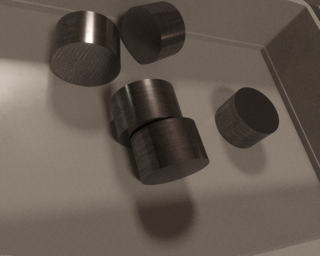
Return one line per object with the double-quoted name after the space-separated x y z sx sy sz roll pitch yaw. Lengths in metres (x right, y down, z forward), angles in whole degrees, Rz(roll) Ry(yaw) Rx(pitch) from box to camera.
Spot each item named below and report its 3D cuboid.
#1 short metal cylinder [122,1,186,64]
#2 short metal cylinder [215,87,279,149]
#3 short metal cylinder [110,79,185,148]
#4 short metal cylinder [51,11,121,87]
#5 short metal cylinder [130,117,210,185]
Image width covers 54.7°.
-0.010 -0.139 0.451 0.050 0.080 0.080 -30 79 -38 "short metal cylinder"
0.132 -0.015 0.472 0.081 0.050 0.080 14 56 -21 "short metal cylinder"
-0.015 -0.015 0.373 0.081 0.080 0.050 -2 63 -30 "short metal cylinder"
-0.089 -0.095 0.381 0.081 0.080 0.050 9 58 -24 "short metal cylinder"
0.011 0.029 0.360 0.081 0.080 0.050 -4 64 -30 "short metal cylinder"
